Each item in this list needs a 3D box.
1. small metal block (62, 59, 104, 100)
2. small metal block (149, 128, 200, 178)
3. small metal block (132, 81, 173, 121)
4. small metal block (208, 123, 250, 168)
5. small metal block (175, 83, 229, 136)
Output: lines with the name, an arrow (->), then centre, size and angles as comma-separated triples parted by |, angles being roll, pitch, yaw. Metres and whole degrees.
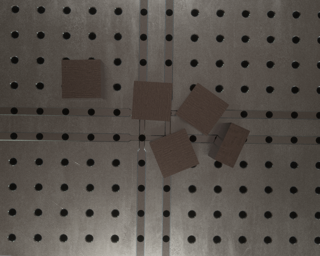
small metal block -> -0.102, -0.064, 0.412 | 0.050, 0.025, 0.050 | -1, 90, -1
small metal block -> 0.019, 0.033, 0.414 | 0.050, 0.025, 0.050 | -22, 90, -1
small metal block -> -0.010, -0.035, 0.413 | 0.050, 0.025, 0.050 | 4, 90, -1
small metal block -> 0.088, 0.021, 0.402 | 0.025, 0.050, 0.050 | 25, 90, 0
small metal block -> 0.055, -0.024, 0.414 | 0.050, 0.025, 0.050 | 35, 90, -1
